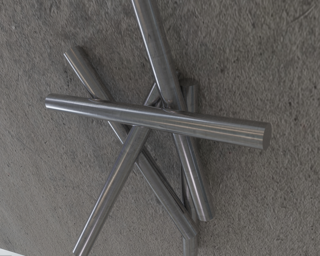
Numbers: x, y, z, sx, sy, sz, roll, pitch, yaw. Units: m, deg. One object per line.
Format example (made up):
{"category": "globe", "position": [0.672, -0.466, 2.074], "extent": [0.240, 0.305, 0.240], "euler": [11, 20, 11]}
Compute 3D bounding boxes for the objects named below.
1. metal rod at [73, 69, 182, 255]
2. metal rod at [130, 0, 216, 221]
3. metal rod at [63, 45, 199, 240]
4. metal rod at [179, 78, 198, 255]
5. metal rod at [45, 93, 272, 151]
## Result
{"category": "metal rod", "position": [-0.051, 0.055, 0.406], "extent": [0.025, 0.025, 0.298], "euler": [30, 109, 9]}
{"category": "metal rod", "position": [0.019, -0.016, 0.353], "extent": [0.025, 0.025, 0.298], "euler": [-4, 117, 30]}
{"category": "metal rod", "position": [-0.035, 0.024, 0.422], "extent": [0.025, 0.025, 0.299], "euler": [-28, 98, 37]}
{"category": "metal rod", "position": [0.040, 0.076, 0.432], "extent": [0.025, 0.025, 0.298], "euler": [10, 123, 23]}
{"category": "metal rod", "position": [-0.029, -0.015, 0.354], "extent": [0.300, 0.025, 0.025], "euler": [10, 123, 34]}
